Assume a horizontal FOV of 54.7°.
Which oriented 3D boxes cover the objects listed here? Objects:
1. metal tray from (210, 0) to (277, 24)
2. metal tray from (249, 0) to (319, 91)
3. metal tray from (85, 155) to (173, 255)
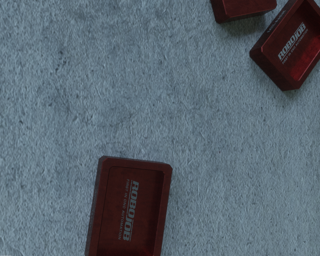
[{"bbox_3d":[0.111,-0.225,0.447,0.091,0.030,0.129,-18,96,-19],"label":"metal tray"},{"bbox_3d":[0.210,-0.133,0.483,0.090,0.030,0.130,42,77,-15],"label":"metal tray"},{"bbox_3d":[-0.039,0.105,0.391,0.091,0.030,0.129,9,87,-20],"label":"metal tray"}]
